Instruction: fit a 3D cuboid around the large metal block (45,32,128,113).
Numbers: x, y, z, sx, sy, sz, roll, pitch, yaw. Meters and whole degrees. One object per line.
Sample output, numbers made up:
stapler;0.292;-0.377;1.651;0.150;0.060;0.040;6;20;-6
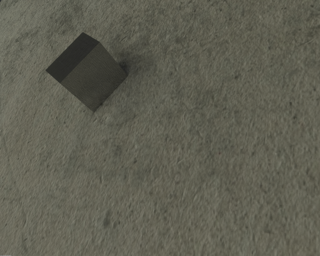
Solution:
large metal block;-0.110;-0.084;0.476;0.080;0.080;0.050;-48;52;-6
